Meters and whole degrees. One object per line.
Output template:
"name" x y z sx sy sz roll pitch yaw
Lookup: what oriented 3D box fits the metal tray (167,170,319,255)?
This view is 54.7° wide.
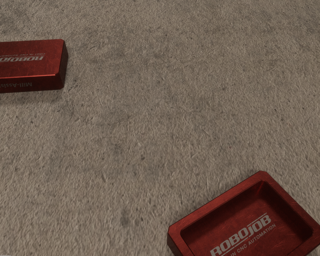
"metal tray" 0.084 0.109 0.308 0.131 0.030 0.090 -26 55 -21

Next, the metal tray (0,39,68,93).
"metal tray" -0.215 -0.096 0.478 0.131 0.030 0.090 -4 50 -4
